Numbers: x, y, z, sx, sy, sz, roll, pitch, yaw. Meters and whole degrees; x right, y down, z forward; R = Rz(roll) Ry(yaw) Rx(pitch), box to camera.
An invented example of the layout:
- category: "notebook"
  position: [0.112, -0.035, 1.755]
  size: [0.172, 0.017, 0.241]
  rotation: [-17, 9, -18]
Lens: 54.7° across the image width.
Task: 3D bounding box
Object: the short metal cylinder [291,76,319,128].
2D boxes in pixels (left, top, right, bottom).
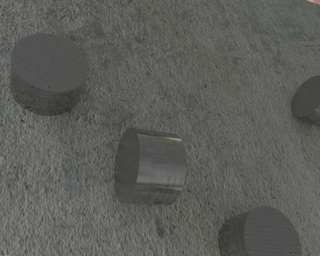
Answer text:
- category: "short metal cylinder"
  position: [0.282, -0.046, 0.548]
  size: [0.050, 0.080, 0.080]
  rotation: [24, 53, -14]

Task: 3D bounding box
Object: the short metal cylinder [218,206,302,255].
- category: "short metal cylinder"
  position: [0.117, 0.138, 0.366]
  size: [0.081, 0.050, 0.080]
  rotation: [14, 56, -21]

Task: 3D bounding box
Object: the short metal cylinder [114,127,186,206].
- category: "short metal cylinder"
  position: [-0.013, 0.042, 0.336]
  size: [0.050, 0.080, 0.080]
  rotation: [9, 58, -24]

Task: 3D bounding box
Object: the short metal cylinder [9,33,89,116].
- category: "short metal cylinder"
  position: [-0.128, -0.061, 0.356]
  size: [0.081, 0.050, 0.080]
  rotation: [14, 56, -21]
